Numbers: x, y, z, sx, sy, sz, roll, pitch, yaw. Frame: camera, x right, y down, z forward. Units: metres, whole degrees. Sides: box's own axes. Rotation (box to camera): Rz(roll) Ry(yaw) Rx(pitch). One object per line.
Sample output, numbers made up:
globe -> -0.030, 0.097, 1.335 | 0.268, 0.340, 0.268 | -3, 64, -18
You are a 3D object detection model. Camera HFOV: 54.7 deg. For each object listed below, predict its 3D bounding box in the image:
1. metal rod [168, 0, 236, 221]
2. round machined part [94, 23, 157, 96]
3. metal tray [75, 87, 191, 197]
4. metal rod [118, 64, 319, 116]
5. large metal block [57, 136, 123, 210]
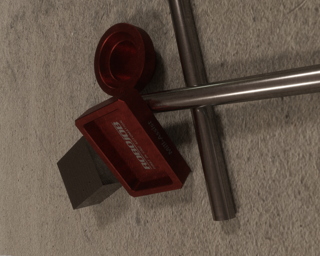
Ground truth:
metal rod -> 0.044, -0.045, 0.366 | 0.025, 0.025, 0.298 | -18, 79, 38
round machined part -> -0.043, -0.091, 0.427 | 0.098, 0.042, 0.097 | 0, 90, 39
metal tray -> -0.033, 0.024, 0.382 | 0.090, 0.030, 0.130 | -20, 112, 38
metal rod -> 0.081, -0.038, 0.312 | 0.300, 0.025, 0.025 | -6, 87, 32
large metal block -> -0.104, 0.066, 0.472 | 0.080, 0.050, 0.080 | -41, 65, 32
